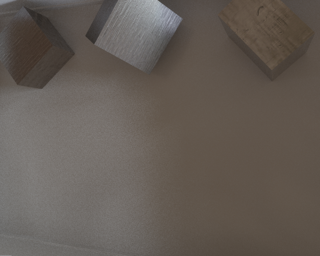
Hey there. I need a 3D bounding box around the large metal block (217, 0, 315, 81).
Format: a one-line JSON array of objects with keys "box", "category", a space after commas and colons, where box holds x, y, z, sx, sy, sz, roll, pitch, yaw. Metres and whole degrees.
[{"box": [0.115, -0.103, 0.340, 0.050, 0.080, 0.080, -43, 77, 15], "category": "large metal block"}]

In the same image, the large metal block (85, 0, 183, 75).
[{"box": [-0.033, -0.125, 0.386, 0.080, 0.080, 0.050, -58, 35, 11], "category": "large metal block"}]

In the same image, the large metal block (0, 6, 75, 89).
[{"box": [-0.190, -0.118, 0.464, 0.080, 0.050, 0.080, -42, 77, 15], "category": "large metal block"}]
